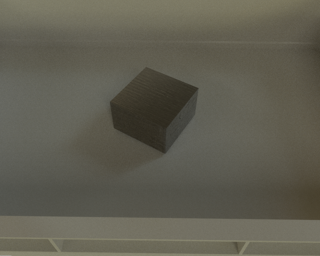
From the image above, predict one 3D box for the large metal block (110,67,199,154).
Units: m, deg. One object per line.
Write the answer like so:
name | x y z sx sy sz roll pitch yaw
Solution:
large metal block | -0.006 -0.025 0.406 0.080 0.050 0.080 25 54 19
